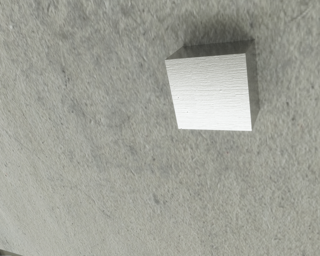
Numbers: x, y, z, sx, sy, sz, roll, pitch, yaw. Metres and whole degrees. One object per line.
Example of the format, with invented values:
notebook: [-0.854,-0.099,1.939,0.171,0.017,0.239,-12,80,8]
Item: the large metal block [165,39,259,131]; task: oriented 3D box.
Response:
large metal block: [0.059,-0.045,0.331,0.080,0.050,0.079,2,119,27]
